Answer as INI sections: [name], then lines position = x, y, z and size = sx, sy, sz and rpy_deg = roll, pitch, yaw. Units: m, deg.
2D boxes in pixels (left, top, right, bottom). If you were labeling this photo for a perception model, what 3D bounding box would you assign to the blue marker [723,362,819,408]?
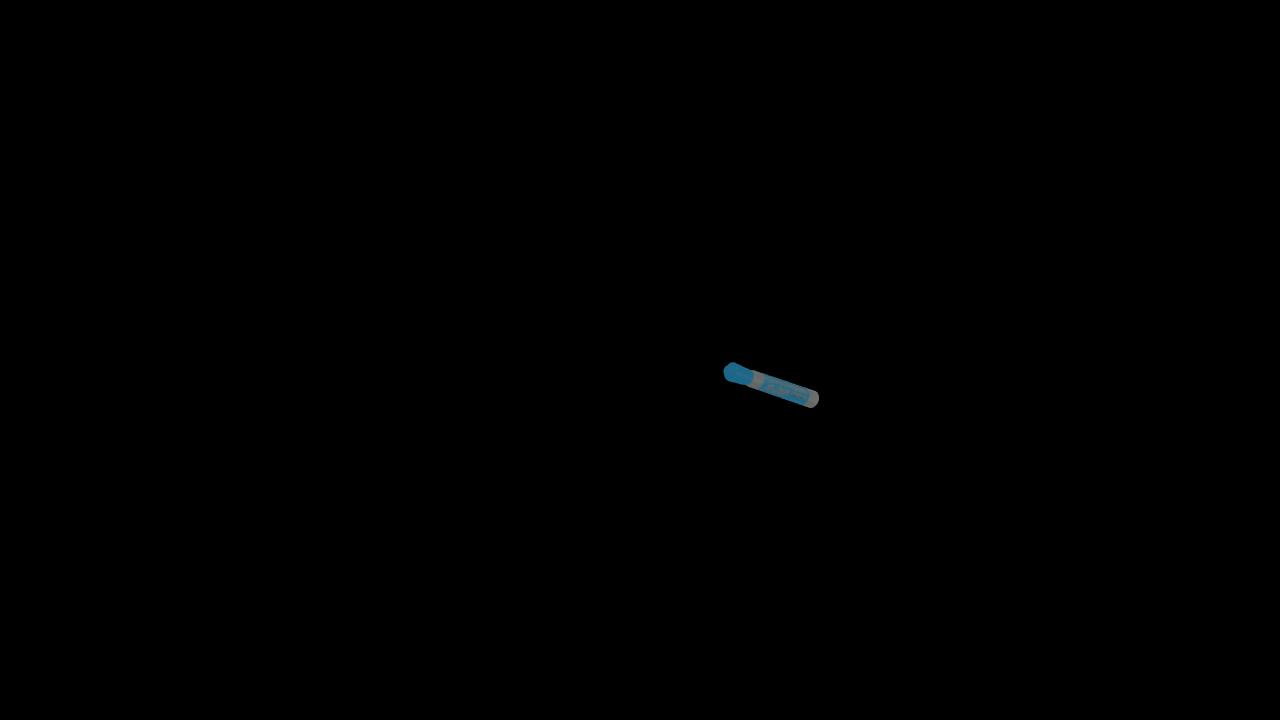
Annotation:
[blue marker]
position = 0.131, 0.026, 0.613
size = 0.121, 0.020, 0.020
rpy_deg = 18, -9, -31
